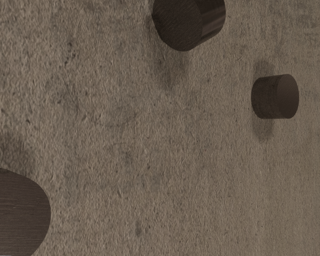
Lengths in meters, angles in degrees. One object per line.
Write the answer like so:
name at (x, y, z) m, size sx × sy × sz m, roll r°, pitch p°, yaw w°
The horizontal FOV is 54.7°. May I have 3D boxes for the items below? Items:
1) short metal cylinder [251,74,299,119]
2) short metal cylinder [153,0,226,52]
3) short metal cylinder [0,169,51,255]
short metal cylinder at (0.213, -0.057, 0.570) m, size 0.081 × 0.050 × 0.079 m, roll 0°, pitch 90°, yaw -40°
short metal cylinder at (0.037, -0.147, 0.402) m, size 0.050 × 0.080 × 0.080 m, roll -37°, pitch 113°, yaw -34°
short metal cylinder at (-0.144, 0.077, 0.269) m, size 0.081 × 0.050 × 0.079 m, roll 0°, pitch 90°, yaw -40°
